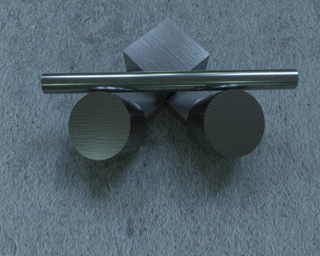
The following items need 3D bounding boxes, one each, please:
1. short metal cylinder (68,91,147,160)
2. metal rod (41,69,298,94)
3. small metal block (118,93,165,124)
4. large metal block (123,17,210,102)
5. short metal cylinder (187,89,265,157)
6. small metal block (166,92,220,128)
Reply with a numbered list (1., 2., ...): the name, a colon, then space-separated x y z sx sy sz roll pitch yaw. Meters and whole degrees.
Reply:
1. short metal cylinder: -0.063 -0.002 0.381 0.080 0.050 0.080 -1 87 18
2. metal rod: 0.012 -0.056 0.375 0.302 0.025 0.025 -1 70 -1
3. small metal block: -0.029 -0.032 0.421 0.050 0.025 0.050 -41 75 -15
4. large metal block: 0.008 -0.090 0.427 0.080 0.050 0.080 -40 75 -13
5. short metal cylinder: 0.080 -0.005 0.384 0.081 0.050 0.080 0 89 -18
6. small metal block: 0.044 -0.031 0.420 0.050 0.025 0.050 -42 75 -14
